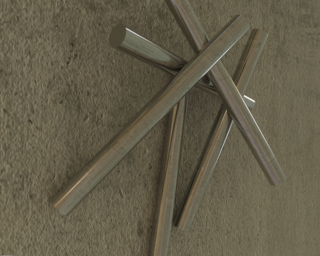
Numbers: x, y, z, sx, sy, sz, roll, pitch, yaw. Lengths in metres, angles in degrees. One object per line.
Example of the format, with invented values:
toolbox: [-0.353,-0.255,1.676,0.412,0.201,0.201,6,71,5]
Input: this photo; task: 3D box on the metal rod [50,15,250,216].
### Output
metal rod: [-0.002,-0.023,0.350,0.301,0.025,0.025,-46,119,-12]

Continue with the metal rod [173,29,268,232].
metal rod: [0.087,0.000,0.439,0.025,0.025,0.299,25,86,-37]

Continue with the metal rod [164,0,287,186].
metal rod: [0.090,-0.048,0.409,0.025,0.025,0.299,-41,106,-32]

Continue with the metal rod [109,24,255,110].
metal rod: [0.054,-0.066,0.418,0.302,0.025,0.025,14,81,-49]

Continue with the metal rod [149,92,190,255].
metal rod: [0.012,0.067,0.414,0.025,0.025,0.298,13,82,-39]
